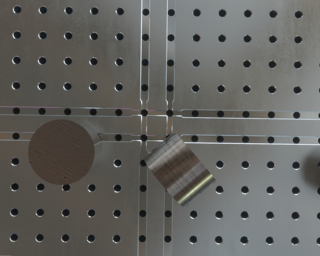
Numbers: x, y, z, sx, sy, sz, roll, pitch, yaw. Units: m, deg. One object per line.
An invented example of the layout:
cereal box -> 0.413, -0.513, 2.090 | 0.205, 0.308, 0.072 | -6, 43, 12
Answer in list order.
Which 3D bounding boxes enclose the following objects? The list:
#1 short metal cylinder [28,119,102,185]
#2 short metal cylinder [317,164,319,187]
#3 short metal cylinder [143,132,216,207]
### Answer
short metal cylinder -> -0.119, 0.029, 0.400 | 0.081, 0.050, 0.079 | 0, 90, 0
short metal cylinder -> 0.257, 0.066, 0.403 | 0.081, 0.050, 0.079 | 0, 90, 0
short metal cylinder -> 0.025, 0.051, 0.386 | 0.050, 0.080, 0.080 | -40, 90, 0
